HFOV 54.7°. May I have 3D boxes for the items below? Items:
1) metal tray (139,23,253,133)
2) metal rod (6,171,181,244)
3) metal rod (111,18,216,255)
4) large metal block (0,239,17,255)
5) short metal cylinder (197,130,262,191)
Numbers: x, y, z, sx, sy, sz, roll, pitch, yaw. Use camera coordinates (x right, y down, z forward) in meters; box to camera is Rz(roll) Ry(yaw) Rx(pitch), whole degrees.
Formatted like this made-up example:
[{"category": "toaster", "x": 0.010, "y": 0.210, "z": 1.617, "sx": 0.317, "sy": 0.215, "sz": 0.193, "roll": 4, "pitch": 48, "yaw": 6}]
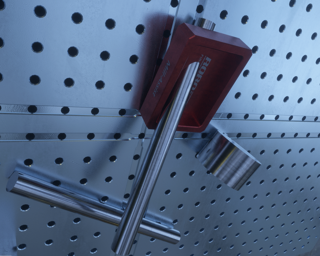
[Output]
[{"category": "metal tray", "x": 0.040, "y": -0.053, "z": 0.377, "sx": 0.091, "sy": 0.030, "sz": 0.129, "roll": 4, "pitch": 130, "yaw": -31}, {"category": "metal rod", "x": -0.072, "y": 0.126, "z": 0.450, "sx": 0.301, "sy": 0.025, "sz": 0.025, "roll": 34, "pitch": 99, "yaw": -39}, {"category": "metal rod", "x": 0.002, "y": 0.014, "z": 0.378, "sx": 0.025, "sy": 0.025, "sz": 0.298, "roll": 17, "pitch": 96, "yaw": -35}, {"category": "large metal block", "x": -0.213, "y": 0.197, "z": 0.381, "sx": 0.050, "sy": 0.080, "sz": 0.079, "roll": 13, "pitch": 112, "yaw": -34}, {"category": "short metal cylinder", "x": 0.102, "y": 0.047, "z": 0.460, "sx": 0.080, "sy": 0.080, "sz": 0.050, "roll": 30, "pitch": 101, "yaw": -38}]
